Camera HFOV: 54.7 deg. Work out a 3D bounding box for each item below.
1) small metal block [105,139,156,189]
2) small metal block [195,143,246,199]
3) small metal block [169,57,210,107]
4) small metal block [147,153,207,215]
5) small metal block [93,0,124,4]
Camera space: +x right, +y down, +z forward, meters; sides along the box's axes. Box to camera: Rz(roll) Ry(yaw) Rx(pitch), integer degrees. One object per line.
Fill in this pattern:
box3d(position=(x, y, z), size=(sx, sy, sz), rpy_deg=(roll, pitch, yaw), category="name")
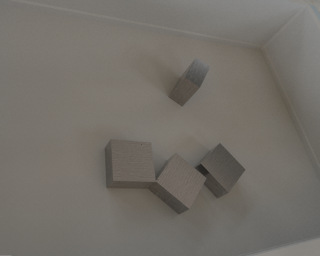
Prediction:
box3d(position=(-0.036, 0.043, 0.362), size=(0.050, 0.025, 0.050), rpy_deg=(6, 59, -25), category="small metal block")
box3d(position=(0.079, 0.057, 0.416), size=(0.050, 0.025, 0.050), rpy_deg=(47, 51, 4), category="small metal block")
box3d(position=(0.043, -0.067, 0.456), size=(0.025, 0.050, 0.050), rpy_deg=(34, 51, -6), category="small metal block")
box3d(position=(0.021, 0.067, 0.378), size=(0.050, 0.025, 0.050), rpy_deg=(40, 51, -2), category="small metal block")
box3d(position=(-0.089, -0.229, 0.501), size=(0.050, 0.025, 0.050), rpy_deg=(-18, 71, -35), category="small metal block")
